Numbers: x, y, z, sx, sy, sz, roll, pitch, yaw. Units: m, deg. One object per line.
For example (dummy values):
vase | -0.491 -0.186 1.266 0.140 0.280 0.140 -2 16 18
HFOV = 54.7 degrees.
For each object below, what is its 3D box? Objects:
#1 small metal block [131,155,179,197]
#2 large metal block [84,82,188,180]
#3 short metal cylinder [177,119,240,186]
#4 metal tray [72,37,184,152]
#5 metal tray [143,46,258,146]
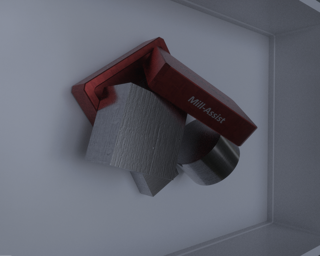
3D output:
small metal block | -0.009 0.052 0.399 0.050 0.025 0.050 -36 112 -34
large metal block | -0.023 0.006 0.329 0.080 0.050 0.080 21 77 -38
short metal cylinder | 0.061 0.031 0.423 0.050 0.080 0.080 47 62 -30
metal tray | -0.029 -0.043 0.378 0.131 0.030 0.090 -41 115 -32
metal tray | 0.044 -0.039 0.363 0.131 0.090 0.030 31 108 -21
